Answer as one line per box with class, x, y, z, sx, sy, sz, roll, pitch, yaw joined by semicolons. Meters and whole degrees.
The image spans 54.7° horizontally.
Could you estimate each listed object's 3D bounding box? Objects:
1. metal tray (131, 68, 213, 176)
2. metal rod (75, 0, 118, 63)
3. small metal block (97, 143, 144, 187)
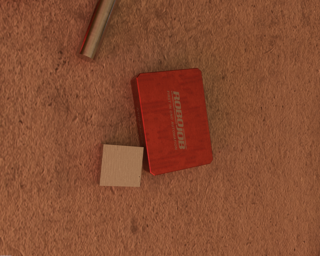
metal tray;0.017;-0.010;0.413;0.091;0.030;0.129;-9;93;-20
metal rod;-0.043;-0.225;0.392;0.025;0.025;0.299;21;83;-19
small metal block;-0.051;0.046;0.391;0.050;0.025;0.050;6;88;-20
